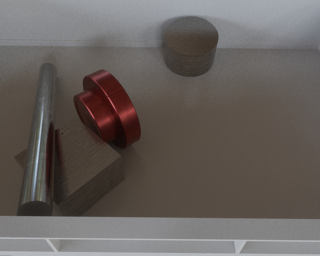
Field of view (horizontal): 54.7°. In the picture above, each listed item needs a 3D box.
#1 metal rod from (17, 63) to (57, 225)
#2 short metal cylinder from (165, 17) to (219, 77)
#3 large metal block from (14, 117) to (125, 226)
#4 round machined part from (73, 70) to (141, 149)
[{"bbox_3d":[-0.134,-0.012,0.356,0.025,0.025,0.300,-12,34,-10],"label":"metal rod"},{"bbox_3d":[0.048,-0.128,0.488,0.081,0.050,0.080,0,61,0],"label":"short metal cylinder"},{"bbox_3d":[-0.098,0.046,0.349,0.080,0.050,0.080,37,59,26],"label":"large metal block"},{"bbox_3d":[-0.068,-0.017,0.371,0.042,0.097,0.098,-30,57,-23],"label":"round machined part"}]
